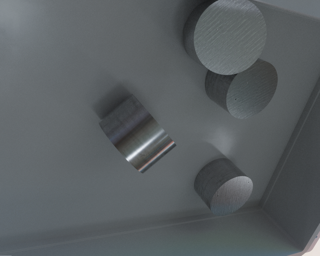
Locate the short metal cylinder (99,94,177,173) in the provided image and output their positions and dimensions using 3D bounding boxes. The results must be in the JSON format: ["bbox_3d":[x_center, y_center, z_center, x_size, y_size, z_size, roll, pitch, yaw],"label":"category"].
[{"bbox_3d":[-0.026,0.006,0.363,0.050,0.080,0.080,-40,129,-1],"label":"short metal cylinder"}]

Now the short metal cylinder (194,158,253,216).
[{"bbox_3d":[0.104,0.097,0.509,0.081,0.050,0.079,-14,124,-21],"label":"short metal cylinder"}]

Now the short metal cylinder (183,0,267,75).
[{"bbox_3d":[0.071,-0.104,0.351,0.081,0.050,0.079,-3,111,-8],"label":"short metal cylinder"}]

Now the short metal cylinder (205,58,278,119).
[{"bbox_3d":[0.108,-0.059,0.415,0.081,0.050,0.079,-14,125,-21],"label":"short metal cylinder"}]
